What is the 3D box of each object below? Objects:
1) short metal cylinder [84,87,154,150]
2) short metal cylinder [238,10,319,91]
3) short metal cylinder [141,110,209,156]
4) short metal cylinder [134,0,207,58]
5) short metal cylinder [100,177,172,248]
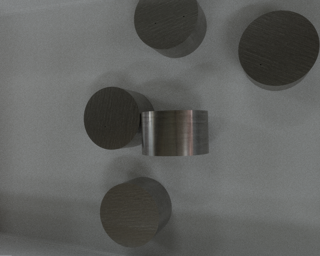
[{"bbox_3d":[-0.053,-0.012,0.414,0.080,0.050,0.079,0,90,21],"label":"short metal cylinder"},{"bbox_3d":[0.132,-0.084,0.351,0.080,0.050,0.079,0,90,19],"label":"short metal cylinder"},{"bbox_3d":[0.018,0.006,0.374,0.080,0.080,0.050,-1,90,19],"label":"short metal cylinder"},{"bbox_3d":[0.014,-0.133,0.391,0.080,0.050,0.079,0,90,19],"label":"short metal cylinder"},{"bbox_3d":[-0.030,0.108,0.407,0.080,0.050,0.079,0,90,19],"label":"short metal cylinder"}]
